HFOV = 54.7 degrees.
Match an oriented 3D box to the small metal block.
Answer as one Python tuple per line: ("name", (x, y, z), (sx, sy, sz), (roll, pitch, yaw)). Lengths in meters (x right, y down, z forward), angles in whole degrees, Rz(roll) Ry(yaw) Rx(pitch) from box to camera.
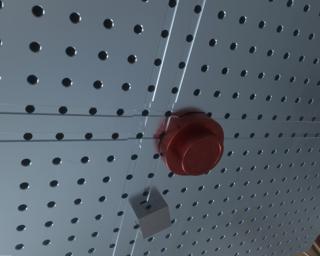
("small metal block", (-0.012, 0.143, 0.495), (0.050, 0.025, 0.050), (-21, 127, -17))

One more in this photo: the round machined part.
("round machined part", (0.053, 0.030, 0.450), (0.099, 0.042, 0.097), (-14, 124, -21))
